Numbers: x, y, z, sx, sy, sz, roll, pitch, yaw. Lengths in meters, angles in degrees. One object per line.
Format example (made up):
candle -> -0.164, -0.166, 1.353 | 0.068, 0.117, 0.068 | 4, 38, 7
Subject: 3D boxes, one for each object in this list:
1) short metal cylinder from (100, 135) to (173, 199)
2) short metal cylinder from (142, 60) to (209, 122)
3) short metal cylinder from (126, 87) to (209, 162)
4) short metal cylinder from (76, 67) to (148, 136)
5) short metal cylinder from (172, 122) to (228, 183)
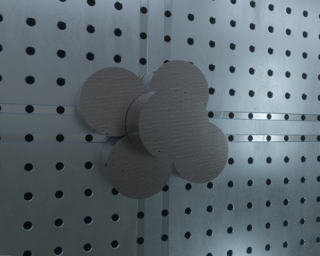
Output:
short metal cylinder -> -0.031, 0.044, 0.388 | 0.081, 0.050, 0.079 | 0, 90, -21
short metal cylinder -> 0.016, -0.044, 0.406 | 0.081, 0.050, 0.079 | 0, 90, -21
short metal cylinder -> 0.007, -0.004, 0.348 | 0.081, 0.050, 0.079 | -1, 92, -21
short metal cylinder -> -0.059, -0.030, 0.377 | 0.081, 0.050, 0.079 | 0, 90, -21
short metal cylinder -> 0.044, 0.030, 0.416 | 0.081, 0.050, 0.079 | 0, 90, -21
